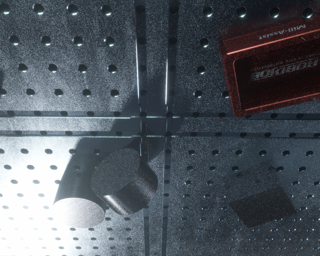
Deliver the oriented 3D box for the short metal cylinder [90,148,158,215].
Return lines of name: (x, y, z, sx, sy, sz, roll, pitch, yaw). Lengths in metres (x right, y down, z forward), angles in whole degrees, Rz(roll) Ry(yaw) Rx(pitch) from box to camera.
short metal cylinder: (-0.050, 0.075, 0.439, 0.080, 0.080, 0.050, -22, 127, 17)

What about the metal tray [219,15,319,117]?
metal tray: (0.141, -0.068, 0.351, 0.130, 0.030, 0.090, -13, 129, 10)

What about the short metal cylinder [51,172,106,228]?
short metal cylinder: (-0.125, 0.115, 0.492, 0.081, 0.050, 0.079, 0, 130, 0)

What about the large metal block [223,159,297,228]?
large metal block: (0.156, 0.106, 0.487, 0.080, 0.050, 0.080, -25, 126, 19)
